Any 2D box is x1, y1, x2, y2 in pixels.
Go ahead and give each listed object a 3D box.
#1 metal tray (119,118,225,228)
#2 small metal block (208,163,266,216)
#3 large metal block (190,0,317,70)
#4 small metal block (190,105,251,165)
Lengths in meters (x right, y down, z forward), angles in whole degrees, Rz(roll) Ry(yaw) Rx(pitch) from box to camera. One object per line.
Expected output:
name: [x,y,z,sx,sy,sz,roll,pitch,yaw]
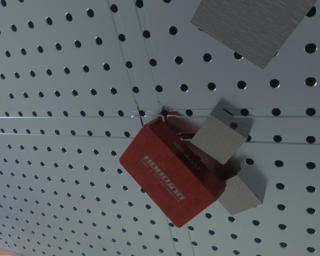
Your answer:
metal tray: [0.012,0.062,0.421,0.130,0.030,0.089,47,130,10]
small metal block: [0.101,0.082,0.408,0.050,0.025,0.050,48,128,-6]
large metal block: [0.087,-0.114,0.278,0.080,0.050,0.079,35,129,5]
small metal block: [0.073,0.009,0.377,0.050,0.025,0.050,35,129,4]
